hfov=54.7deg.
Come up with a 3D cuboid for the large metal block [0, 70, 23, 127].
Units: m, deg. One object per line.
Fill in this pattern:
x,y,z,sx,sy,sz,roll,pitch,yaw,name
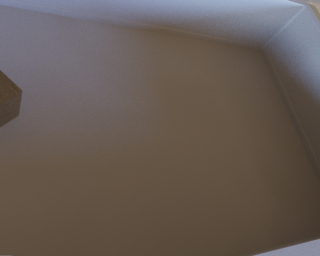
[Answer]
-0.198,-0.030,0.301,0.080,0.050,0.080,43,51,1,large metal block
